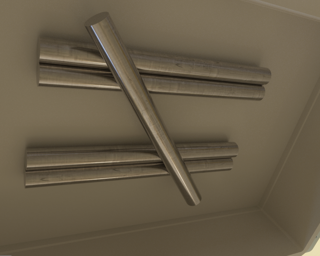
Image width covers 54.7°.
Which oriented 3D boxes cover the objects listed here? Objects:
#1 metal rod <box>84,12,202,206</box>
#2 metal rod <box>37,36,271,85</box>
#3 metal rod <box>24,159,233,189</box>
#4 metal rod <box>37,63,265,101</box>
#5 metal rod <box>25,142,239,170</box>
[{"bbox_3d":[-0.004,0.004,0.375,0.025,0.025,0.299,-33,129,-7],"label":"metal rod"},{"bbox_3d":[0.016,-0.074,0.369,0.303,0.025,0.025,0,118,-29],"label":"metal rod"},{"bbox_3d":[-0.023,0.057,0.429,0.303,0.025,0.025,0,119,-29],"label":"metal rod"},{"bbox_3d":[0.012,-0.053,0.380,0.303,0.025,0.025,0,118,-29],"label":"metal rod"},{"bbox_3d":[-0.017,0.035,0.418,0.303,0.025,0.025,0,119,-29],"label":"metal rod"}]
